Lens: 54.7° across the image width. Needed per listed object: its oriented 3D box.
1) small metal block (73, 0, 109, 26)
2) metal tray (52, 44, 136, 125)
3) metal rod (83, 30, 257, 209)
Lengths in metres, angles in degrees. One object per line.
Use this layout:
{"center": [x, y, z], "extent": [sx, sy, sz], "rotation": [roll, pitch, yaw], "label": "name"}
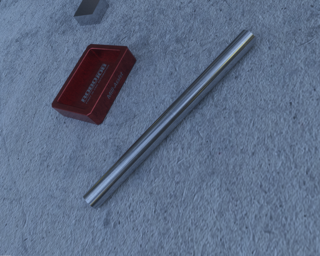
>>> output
{"center": [-0.136, -0.233, 0.616], "extent": [0.050, 0.025, 0.050], "rotation": [6, 64, 30], "label": "small metal block"}
{"center": [-0.106, -0.074, 0.499], "extent": [0.090, 0.030, 0.130], "rotation": [13, 68, 33], "label": "metal tray"}
{"center": [0.016, -0.014, 0.403], "extent": [0.300, 0.025, 0.025], "rotation": [-46, 51, -5], "label": "metal rod"}
